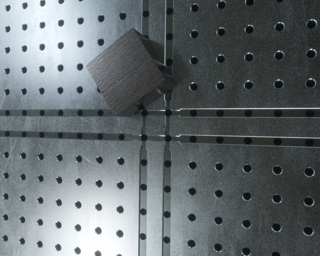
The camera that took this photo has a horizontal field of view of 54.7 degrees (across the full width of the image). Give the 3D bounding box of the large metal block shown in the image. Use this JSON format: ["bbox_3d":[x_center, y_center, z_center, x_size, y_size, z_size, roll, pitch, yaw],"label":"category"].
[{"bbox_3d":[-0.037,-0.070,0.411,0.080,0.050,0.080,-34,79,16],"label":"large metal block"}]
